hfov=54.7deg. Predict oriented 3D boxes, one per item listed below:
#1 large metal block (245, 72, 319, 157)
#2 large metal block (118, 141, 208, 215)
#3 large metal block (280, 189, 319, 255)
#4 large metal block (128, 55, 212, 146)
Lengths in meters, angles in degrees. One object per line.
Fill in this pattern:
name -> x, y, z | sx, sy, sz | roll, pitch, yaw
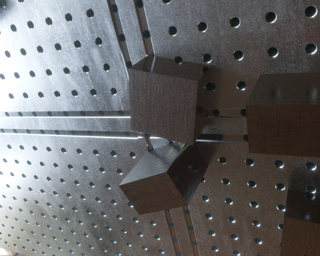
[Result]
large metal block -> 0.132, -0.016, 0.296 | 0.080, 0.080, 0.050 | 2, 119, 27
large metal block -> 0.007, 0.063, 0.410 | 0.080, 0.080, 0.050 | -22, 107, 36
large metal block -> 0.192, 0.127, 0.373 | 0.080, 0.050, 0.079 | 7, 121, 24
large metal block -> 0.012, -0.034, 0.366 | 0.080, 0.050, 0.079 | 14, 124, 20
